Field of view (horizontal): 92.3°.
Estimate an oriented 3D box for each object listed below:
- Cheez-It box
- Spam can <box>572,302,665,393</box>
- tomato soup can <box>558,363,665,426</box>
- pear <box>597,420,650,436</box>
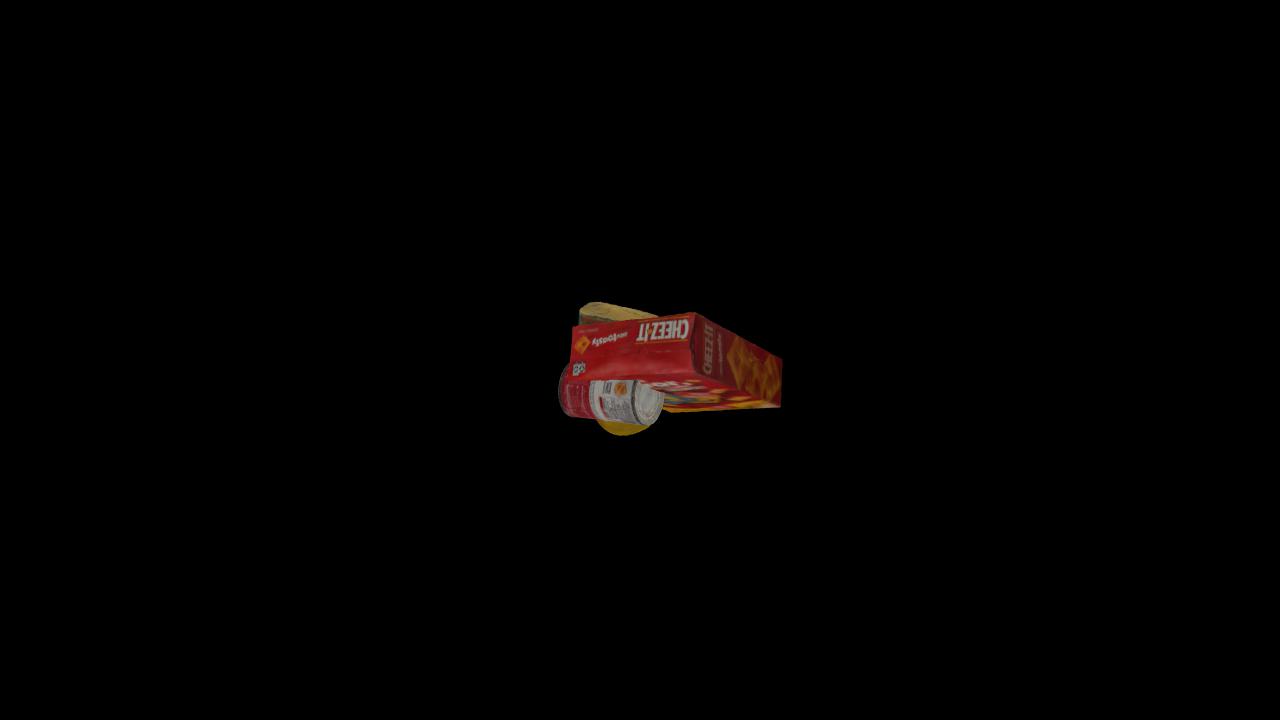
[{"bbox_3d":[0.048,0.011,0.722,0.166,0.071,0.223,-5,-16,35],"label":"Cheez-It box"},{"bbox_3d":[-0.025,-0.016,0.727,0.101,0.085,0.058,14,23,16],"label":"Spam can"},{"bbox_3d":[-0.031,0.036,0.686,0.101,0.068,0.068,4,2,31],"label":"tomato soup can"},{"bbox_3d":[-0.027,0.044,0.704,0.080,0.080,0.111,0,-20,34],"label":"pear"}]
